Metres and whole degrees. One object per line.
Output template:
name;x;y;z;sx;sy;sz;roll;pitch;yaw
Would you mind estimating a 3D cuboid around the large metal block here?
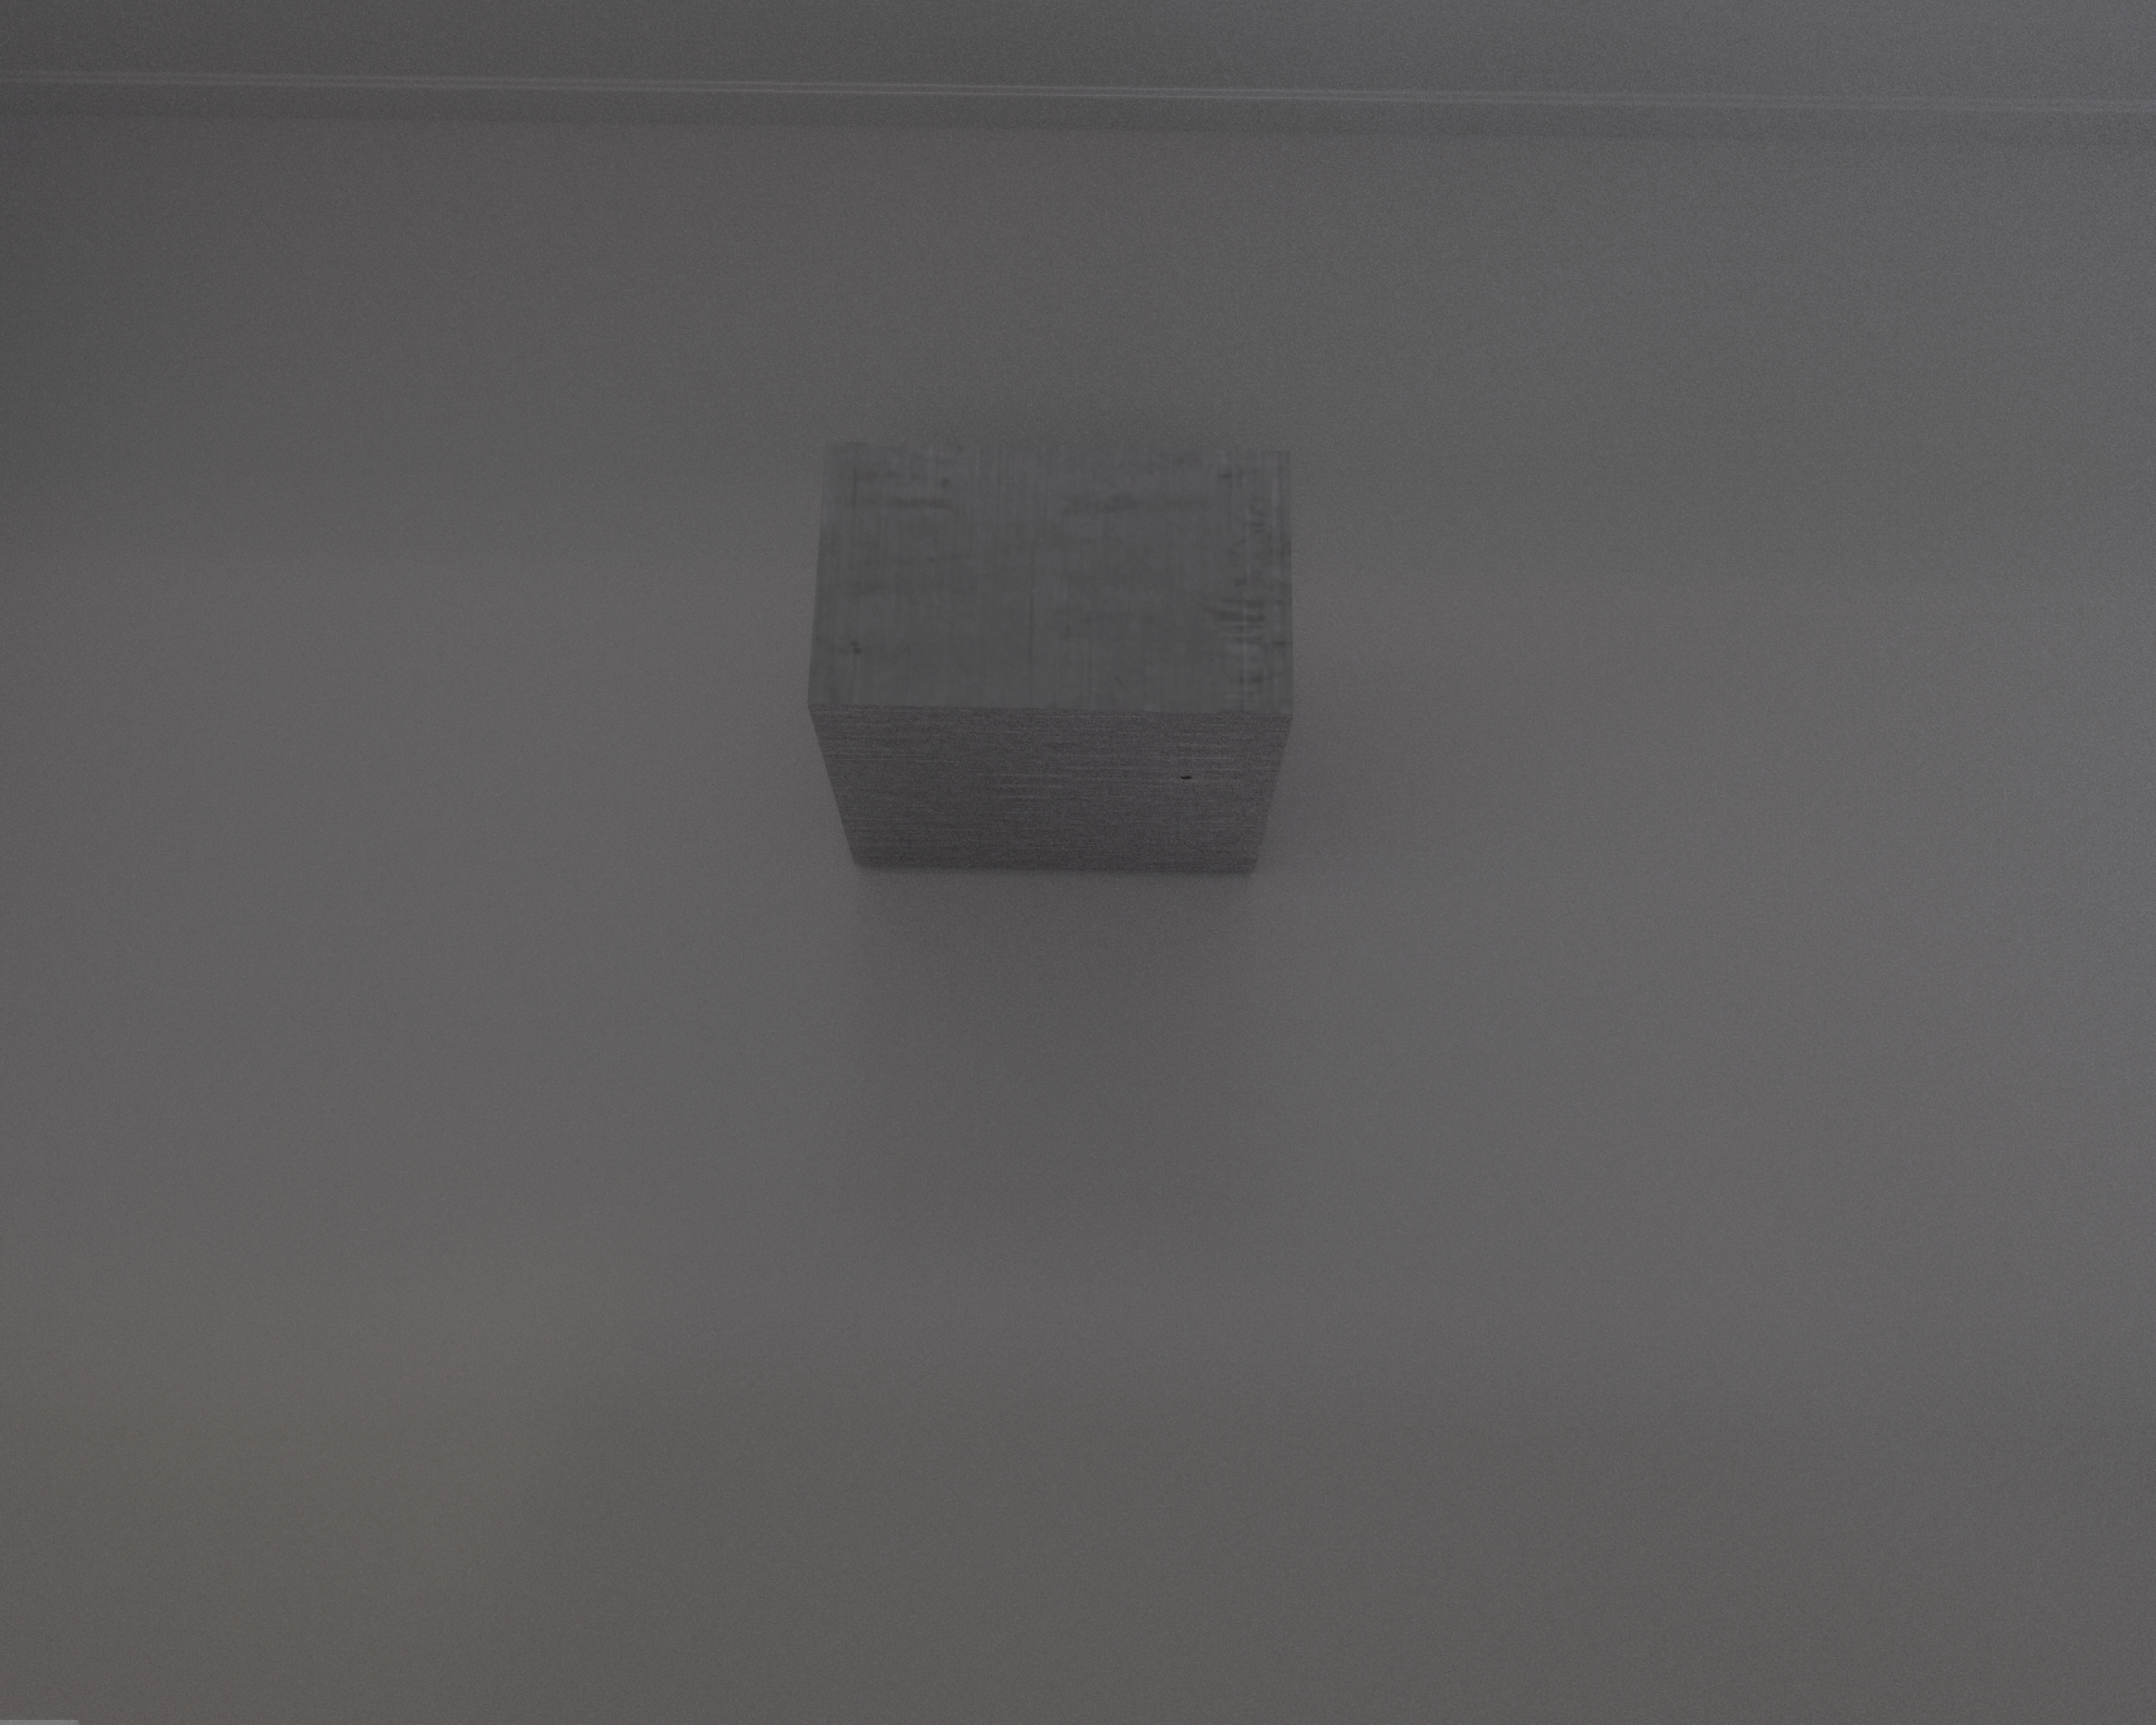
large metal block;-0.004;-0.035;0.391;0.080;0.080;0.050;1;70;0
